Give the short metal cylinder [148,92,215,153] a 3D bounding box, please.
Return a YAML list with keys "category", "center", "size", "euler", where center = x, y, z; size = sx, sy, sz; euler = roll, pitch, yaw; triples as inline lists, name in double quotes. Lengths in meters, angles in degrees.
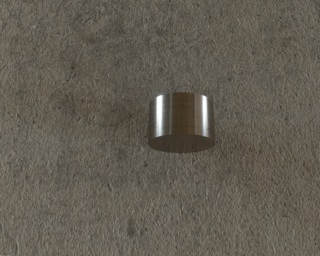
- category: "short metal cylinder"
  center: [0.026, -0.004, 0.381]
  size: [0.080, 0.080, 0.050]
  euler: [1, 70, 0]
